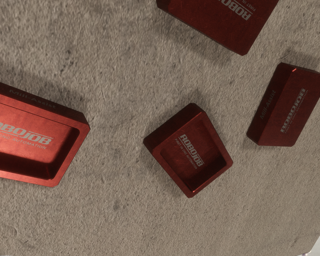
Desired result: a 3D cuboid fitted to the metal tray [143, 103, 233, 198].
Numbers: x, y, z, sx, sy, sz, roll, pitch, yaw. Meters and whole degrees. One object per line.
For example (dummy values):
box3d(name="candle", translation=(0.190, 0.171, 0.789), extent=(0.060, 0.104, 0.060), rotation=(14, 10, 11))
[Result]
box3d(name="metal tray", translation=(0.046, 0.037, 0.453), extent=(0.090, 0.030, 0.130), rotation=(-38, 130, -3))

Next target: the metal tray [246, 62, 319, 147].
box3d(name="metal tray", translation=(0.204, -0.033, 0.498), extent=(0.091, 0.030, 0.129), rotation=(4, 117, -31))

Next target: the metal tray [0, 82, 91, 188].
box3d(name="metal tray", translation=(-0.153, 0.007, 0.325), extent=(0.131, 0.030, 0.090), rotation=(23, 106, -37))

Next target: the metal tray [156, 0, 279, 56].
box3d(name="metal tray", translation=(0.071, -0.149, 0.352), extent=(0.131, 0.030, 0.089), rotation=(17, 109, -36))
